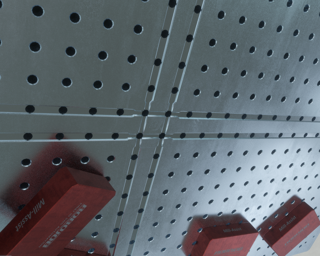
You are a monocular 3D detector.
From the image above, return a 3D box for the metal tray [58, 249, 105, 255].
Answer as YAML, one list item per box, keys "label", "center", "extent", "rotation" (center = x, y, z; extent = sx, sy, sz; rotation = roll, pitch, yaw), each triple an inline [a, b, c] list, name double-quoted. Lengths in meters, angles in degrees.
- label: "metal tray"
  center: [-0.142, 0.233, 0.475]
  extent: [0.130, 0.030, 0.090]
  rotation: [31, 101, -38]

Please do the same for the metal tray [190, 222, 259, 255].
- label: "metal tray"
  center: [0.131, 0.242, 0.632]
  extent: [0.131, 0.030, 0.089]
  rotation: [5, 116, -31]

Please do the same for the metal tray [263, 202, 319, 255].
- label: "metal tray"
  center: [0.314, 0.243, 0.735]
  extent: [0.130, 0.030, 0.090]
  rotation: [-42, 130, 0]

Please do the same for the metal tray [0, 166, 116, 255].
- label: "metal tray"
  center: [-0.128, 0.111, 0.388]
  extent: [0.130, 0.030, 0.090]
  rotation: [-46, 151, 4]
